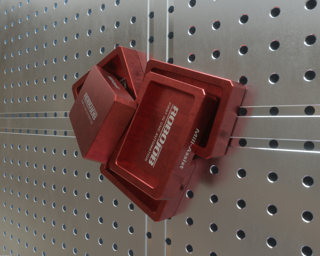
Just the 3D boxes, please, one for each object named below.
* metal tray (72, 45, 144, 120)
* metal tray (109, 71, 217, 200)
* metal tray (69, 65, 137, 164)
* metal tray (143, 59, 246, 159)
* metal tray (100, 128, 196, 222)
[{"bbox_3d":[-0.078,-0.052,0.472,0.130,0.030,0.090,-28,72,37],"label":"metal tray"},{"bbox_3d":[0.000,0.007,0.366,0.090,0.030,0.129,26,94,37],"label":"metal tray"},{"bbox_3d":[-0.084,-0.023,0.423,0.090,0.030,0.130,-60,34,14],"label":"metal tray"},{"bbox_3d":[0.029,-0.027,0.382,0.130,0.030,0.089,25,105,38],"label":"metal tray"},{"bbox_3d":[-0.023,0.053,0.426,0.130,0.030,0.089,33,110,35],"label":"metal tray"}]
